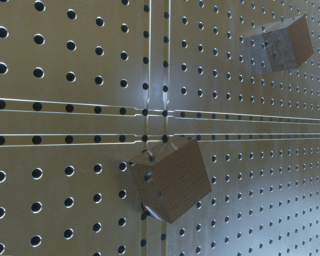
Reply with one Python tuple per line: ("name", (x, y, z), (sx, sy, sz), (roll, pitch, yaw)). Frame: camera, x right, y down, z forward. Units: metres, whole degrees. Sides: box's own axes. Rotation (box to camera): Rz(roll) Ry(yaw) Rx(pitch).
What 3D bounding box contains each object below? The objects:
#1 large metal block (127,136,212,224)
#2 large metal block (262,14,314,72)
("large metal block", (0.015, 0.064, 0.407), (0.081, 0.050, 0.080), (-29, 108, -37))
("large metal block", (0.253, -0.166, 0.608), (0.080, 0.050, 0.080), (-37, 113, -34))
